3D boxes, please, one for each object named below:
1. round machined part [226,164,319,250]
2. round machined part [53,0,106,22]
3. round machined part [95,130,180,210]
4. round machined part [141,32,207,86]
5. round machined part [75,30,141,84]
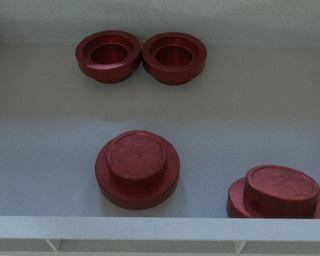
[{"bbox_3d":[0.118,0.070,0.309,0.099,0.042,0.098,2,21,0],"label":"round machined part"},{"bbox_3d":[-0.154,-0.241,0.597,0.099,0.042,0.098,1,50,-1],"label":"round machined part"},{"bbox_3d":[-0.026,0.041,0.359,0.099,0.042,0.098,0,50,0],"label":"round machined part"},{"bbox_3d":[0.021,-0.103,0.481,0.099,0.042,0.098,1,50,0],"label":"round machined part"},{"bbox_3d":[-0.077,-0.106,0.481,0.099,0.042,0.098,-1,50,1],"label":"round machined part"}]
